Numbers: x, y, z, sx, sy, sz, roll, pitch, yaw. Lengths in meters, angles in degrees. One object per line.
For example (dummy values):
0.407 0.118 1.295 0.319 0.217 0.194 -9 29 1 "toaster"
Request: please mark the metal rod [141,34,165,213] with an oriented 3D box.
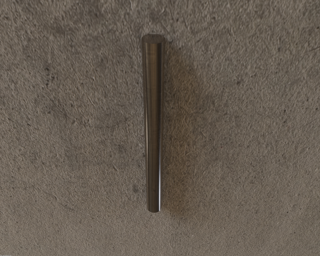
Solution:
-0.008 0.019 0.424 0.025 0.025 0.298 0 130 -1 "metal rod"
